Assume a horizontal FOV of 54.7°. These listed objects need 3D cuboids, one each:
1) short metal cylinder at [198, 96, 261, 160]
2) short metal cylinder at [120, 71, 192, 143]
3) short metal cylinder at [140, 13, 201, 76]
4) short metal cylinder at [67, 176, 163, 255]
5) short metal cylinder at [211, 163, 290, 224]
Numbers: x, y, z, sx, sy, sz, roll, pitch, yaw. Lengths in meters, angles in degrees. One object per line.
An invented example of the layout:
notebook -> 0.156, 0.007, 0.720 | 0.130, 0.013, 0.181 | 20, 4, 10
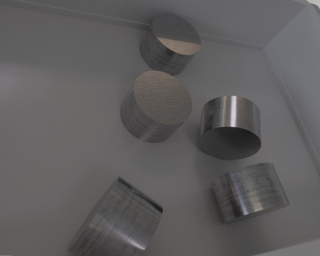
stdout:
short metal cylinder -> 0.094, 0.002, 0.420 | 0.080, 0.080, 0.050 | 21, 54, -16
short metal cylinder -> -0.005, -0.027, 0.403 | 0.081, 0.050, 0.080 | 14, 56, -21
short metal cylinder -> 0.015, -0.128, 0.475 | 0.081, 0.050, 0.080 | 14, 56, -21
short metal cylinder -> -0.041, 0.093, 0.291 | 0.050, 0.080, 0.080 | 36, 51, -5
short metal cylinder -> 0.109, 0.081, 0.379 | 0.081, 0.080, 0.050 | -2, 63, -29
